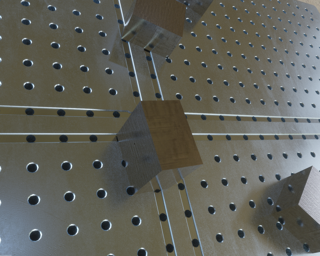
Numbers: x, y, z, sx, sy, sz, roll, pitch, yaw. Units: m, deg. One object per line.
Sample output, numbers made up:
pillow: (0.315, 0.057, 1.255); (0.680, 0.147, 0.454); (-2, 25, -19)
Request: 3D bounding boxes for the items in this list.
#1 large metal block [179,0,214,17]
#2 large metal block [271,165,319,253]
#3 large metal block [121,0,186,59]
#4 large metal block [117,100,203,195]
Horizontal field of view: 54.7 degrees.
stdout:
large metal block: (0.072, -0.278, 0.603); (0.080, 0.050, 0.080); (32, 51, -8)
large metal block: (0.218, 0.115, 0.442); (0.080, 0.050, 0.080); (43, 51, 1)
large metal block: (-0.008, -0.170, 0.493); (0.080, 0.050, 0.080); (20, 54, -17)
large metal block: (-0.005, 0.023, 0.358); (0.050, 0.080, 0.080); (-4, 64, -31)
